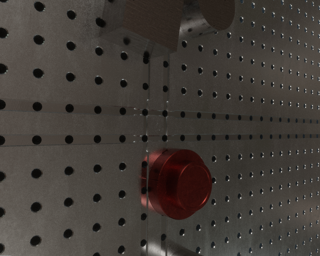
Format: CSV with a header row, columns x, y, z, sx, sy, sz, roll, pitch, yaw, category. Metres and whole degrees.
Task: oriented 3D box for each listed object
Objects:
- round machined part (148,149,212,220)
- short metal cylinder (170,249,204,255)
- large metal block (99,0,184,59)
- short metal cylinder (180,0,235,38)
x,y,z,sx,sy,sz,roll,pitch,yaw,category
0.034,0.078,0.430,0.099,0.042,0.097,0,90,-40,round machined part
0.045,0.217,0.433,0.081,0.050,0.079,0,90,-40,short metal cylinder
-0.021,-0.139,0.377,0.081,0.050,0.080,13,82,-40,large metal block
0.064,-0.176,0.448,0.081,0.050,0.079,0,90,-40,short metal cylinder
